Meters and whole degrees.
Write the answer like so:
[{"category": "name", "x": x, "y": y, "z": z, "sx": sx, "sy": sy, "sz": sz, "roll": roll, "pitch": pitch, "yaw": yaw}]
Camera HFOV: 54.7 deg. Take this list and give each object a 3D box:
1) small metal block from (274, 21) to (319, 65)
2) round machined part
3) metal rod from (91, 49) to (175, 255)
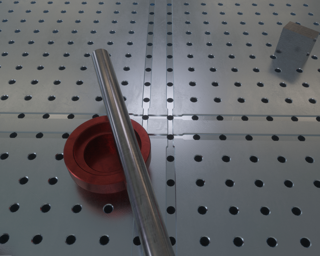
[{"category": "small metal block", "x": 0.224, "y": -0.140, "z": 0.510, "sx": 0.050, "sy": 0.050, "sz": 0.025, "roll": 33, "pitch": 57, "yaw": 24}, {"category": "round machined part", "x": -0.059, "y": 0.034, "z": 0.367, "sx": 0.099, "sy": 0.042, "sz": 0.098, "roll": 0, "pitch": 50, "yaw": 0}, {"category": "metal rod", "x": -0.040, "y": 0.009, "z": 0.345, "sx": 0.025, "sy": 0.025, "sz": 0.300, "roll": -13, "pitch": 51, "yaw": -11}]
